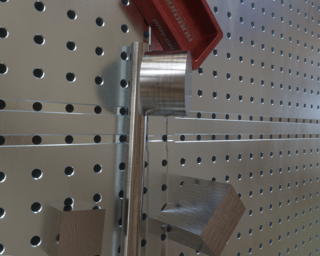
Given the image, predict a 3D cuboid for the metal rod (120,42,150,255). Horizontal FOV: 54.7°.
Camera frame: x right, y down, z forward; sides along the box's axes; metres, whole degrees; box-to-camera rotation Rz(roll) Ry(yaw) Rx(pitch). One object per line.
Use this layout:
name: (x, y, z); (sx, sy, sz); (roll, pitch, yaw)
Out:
metal rod: (-0.031, 0.044, 0.384); (0.025, 0.025, 0.298); (4, 87, -40)

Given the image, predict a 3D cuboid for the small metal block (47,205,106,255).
small metal block: (-0.090, 0.112, 0.336); (0.050, 0.025, 0.050); (8, 85, -40)

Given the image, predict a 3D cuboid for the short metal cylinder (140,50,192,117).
short metal cylinder: (0.010, -0.054, 0.378); (0.080, 0.050, 0.079); (1, 91, -79)

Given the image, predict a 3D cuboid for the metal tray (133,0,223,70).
metal tray: (0.030, -0.155, 0.432); (0.090, 0.030, 0.130); (-52, 121, -27)

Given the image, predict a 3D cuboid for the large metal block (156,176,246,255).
large metal block: (0.056, 0.118, 0.423); (0.080, 0.080, 0.050); (-49, 120, -29)
